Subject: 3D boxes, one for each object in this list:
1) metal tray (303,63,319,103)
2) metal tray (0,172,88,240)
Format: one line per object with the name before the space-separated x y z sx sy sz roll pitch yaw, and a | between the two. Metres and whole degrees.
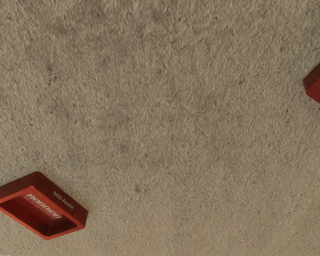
metal tray | 0.244 -0.043 0.346 0.130 0.030 0.089 33 124 -5
metal tray | -0.195 0.134 0.515 0.090 0.030 0.130 -23 127 18
